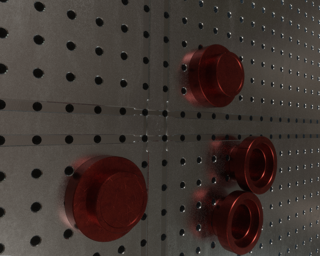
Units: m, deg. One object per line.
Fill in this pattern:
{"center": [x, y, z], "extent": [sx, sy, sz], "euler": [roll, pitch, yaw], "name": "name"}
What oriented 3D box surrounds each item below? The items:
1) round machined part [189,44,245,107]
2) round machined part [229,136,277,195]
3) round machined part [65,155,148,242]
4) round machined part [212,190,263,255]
{"center": [0.094, -0.081, 0.479], "extent": [0.099, 0.042, 0.097], "euler": [0, 90, -40], "name": "round machined part"}
{"center": [0.157, 0.062, 0.533], "extent": [0.099, 0.042, 0.097], "euler": [0, 90, -40], "name": "round machined part"}
{"center": [-0.053, 0.081, 0.355], "extent": [0.099, 0.042, 0.097], "euler": [0, 90, -40], "name": "round machined part"}
{"center": [0.123, 0.150, 0.504], "extent": [0.099, 0.042, 0.097], "euler": [0, 90, -40], "name": "round machined part"}
